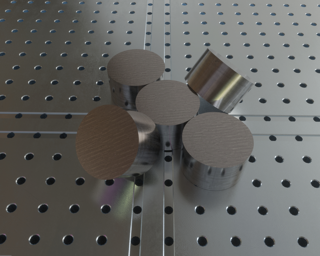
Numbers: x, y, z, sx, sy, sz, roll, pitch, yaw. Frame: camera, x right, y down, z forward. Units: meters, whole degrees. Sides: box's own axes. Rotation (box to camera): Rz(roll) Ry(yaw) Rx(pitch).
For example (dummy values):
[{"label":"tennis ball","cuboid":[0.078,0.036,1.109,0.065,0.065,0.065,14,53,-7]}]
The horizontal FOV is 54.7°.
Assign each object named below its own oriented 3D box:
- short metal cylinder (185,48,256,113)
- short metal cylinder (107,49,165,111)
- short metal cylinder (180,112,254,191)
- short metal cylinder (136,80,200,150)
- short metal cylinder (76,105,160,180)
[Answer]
[{"label":"short metal cylinder","cuboid":[0.081,-0.065,0.420,0.080,0.050,0.080,32,21,-14]},{"label":"short metal cylinder","cuboid":[-0.033,-0.070,0.449,0.081,0.050,0.080,0,50,0]},{"label":"short metal cylinder","cuboid":[0.065,0.027,0.369,0.081,0.050,0.080,0,50,0]},{"label":"short metal cylinder","cuboid":[0.010,-0.018,0.406,0.081,0.050,0.080,0,50,0]},{"label":"short metal cylinder","cuboid":[-0.047,0.017,0.350,0.080,0.050,0.080,-3,84,25]}]
